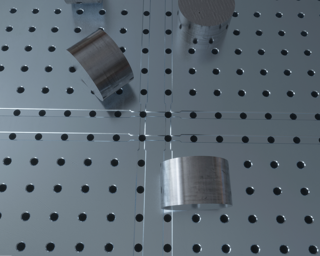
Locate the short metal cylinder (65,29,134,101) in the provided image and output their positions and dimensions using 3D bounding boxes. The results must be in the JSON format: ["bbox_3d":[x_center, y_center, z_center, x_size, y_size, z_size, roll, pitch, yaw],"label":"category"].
[{"bbox_3d":[-0.080,-0.083,0.412,0.050,0.080,0.080,-38,75,-13],"label":"short metal cylinder"}]

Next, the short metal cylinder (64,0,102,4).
[{"bbox_3d":[-0.118,-0.229,0.465,0.050,0.080,0.080,-3,70,-1],"label":"short metal cylinder"}]

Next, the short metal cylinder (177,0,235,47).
[{"bbox_3d":[0.066,-0.169,0.461,0.081,0.050,0.080,0,70,0],"label":"short metal cylinder"}]

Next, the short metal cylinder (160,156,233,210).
[{"bbox_3d":[0.041,0.066,0.359,0.081,0.080,0.050,-1,70,-1],"label":"short metal cylinder"}]
